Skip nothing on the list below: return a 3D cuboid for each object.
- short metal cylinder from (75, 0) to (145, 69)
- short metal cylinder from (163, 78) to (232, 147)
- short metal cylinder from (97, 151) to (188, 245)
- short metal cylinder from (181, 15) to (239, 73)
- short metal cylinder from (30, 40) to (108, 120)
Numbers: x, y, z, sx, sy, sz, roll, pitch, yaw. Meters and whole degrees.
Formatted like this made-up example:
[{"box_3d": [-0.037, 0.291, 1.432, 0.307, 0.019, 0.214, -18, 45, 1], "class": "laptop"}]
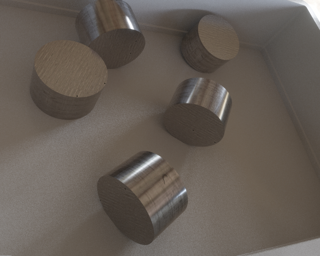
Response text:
[{"box_3d": [-0.066, -0.123, 0.411, 0.081, 0.080, 0.050, -9, 67, -32], "class": "short metal cylinder"}, {"box_3d": [0.051, -0.020, 0.412, 0.080, 0.080, 0.050, 31, 52, -9], "class": "short metal cylinder"}, {"box_3d": [-0.019, 0.070, 0.318, 0.050, 0.080, 0.080, -33, 81, -38], "class": "short metal cylinder"}, {"box_3d": [0.082, -0.137, 0.510, 0.081, 0.050, 0.080, 9, 70, -26], "class": "short metal cylinder"}, {"box_3d": [-0.108, -0.056, 0.366, 0.081, 0.050, 0.080, 14, 56, -21], "class": "short metal cylinder"}]
